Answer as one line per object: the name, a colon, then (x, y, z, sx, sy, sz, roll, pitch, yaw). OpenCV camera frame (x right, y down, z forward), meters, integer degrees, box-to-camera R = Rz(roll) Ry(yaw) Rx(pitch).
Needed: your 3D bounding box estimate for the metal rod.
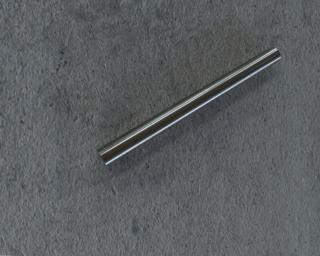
metal rod: (0.051, -0.037, 0.427, 0.302, 0.025, 0.025, -31, 100, -17)
